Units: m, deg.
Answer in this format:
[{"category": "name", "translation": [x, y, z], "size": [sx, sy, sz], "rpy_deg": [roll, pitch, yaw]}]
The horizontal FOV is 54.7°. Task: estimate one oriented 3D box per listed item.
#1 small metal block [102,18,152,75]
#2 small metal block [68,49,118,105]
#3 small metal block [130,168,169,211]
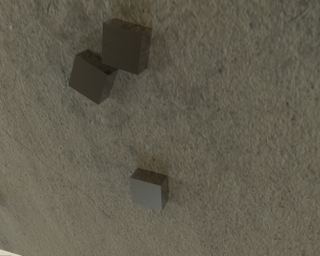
[{"category": "small metal block", "translation": [-0.040, -0.097, 0.367], "size": [0.050, 0.025, 0.050], "rpy_deg": [20, 126, 15]}, {"category": "small metal block", "translation": [-0.089, -0.067, 0.410], "size": [0.050, 0.025, 0.050], "rpy_deg": [33, 129, 6]}, {"category": "small metal block", "translation": [-0.016, 0.093, 0.471], "size": [0.050, 0.025, 0.050], "rpy_deg": [11, 123, 22]}]
